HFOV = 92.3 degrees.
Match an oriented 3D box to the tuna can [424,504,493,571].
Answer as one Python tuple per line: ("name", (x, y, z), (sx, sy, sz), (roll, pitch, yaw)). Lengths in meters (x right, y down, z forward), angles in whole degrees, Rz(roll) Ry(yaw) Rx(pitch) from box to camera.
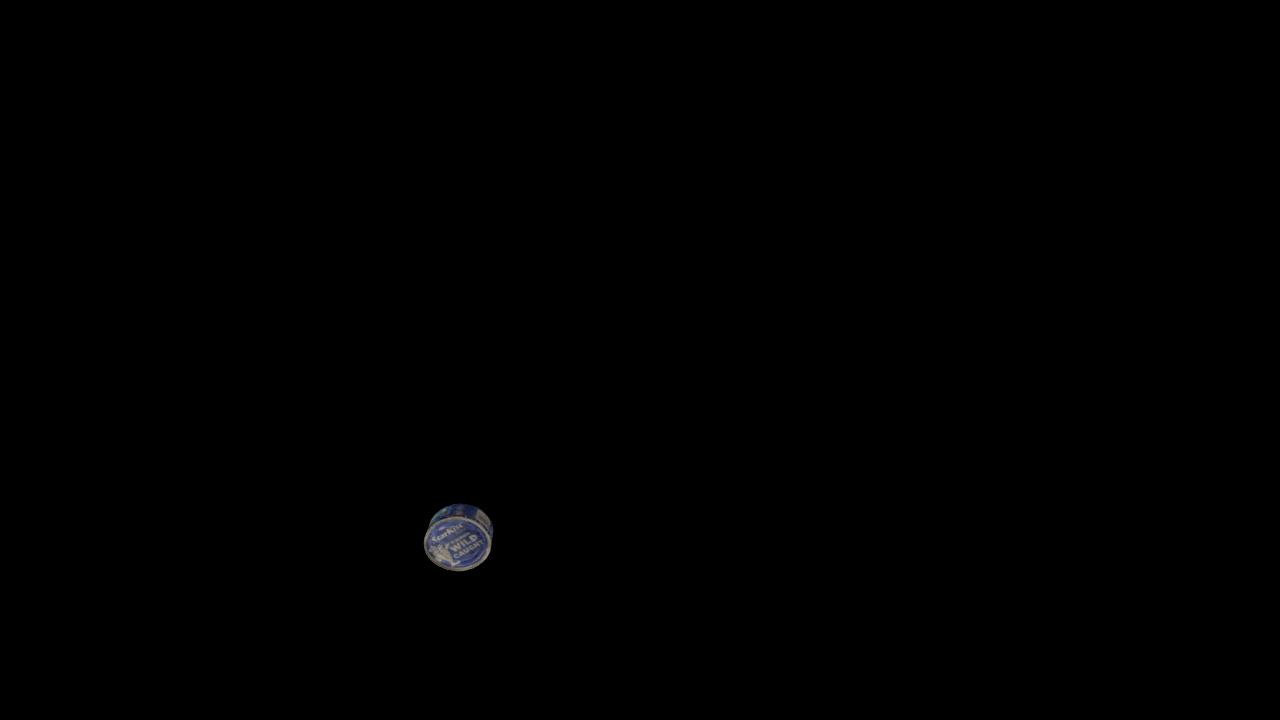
("tuna can", (-0.233, 0.229, 0.796), (0.084, 0.084, 0.034), (0, 22, -6))
